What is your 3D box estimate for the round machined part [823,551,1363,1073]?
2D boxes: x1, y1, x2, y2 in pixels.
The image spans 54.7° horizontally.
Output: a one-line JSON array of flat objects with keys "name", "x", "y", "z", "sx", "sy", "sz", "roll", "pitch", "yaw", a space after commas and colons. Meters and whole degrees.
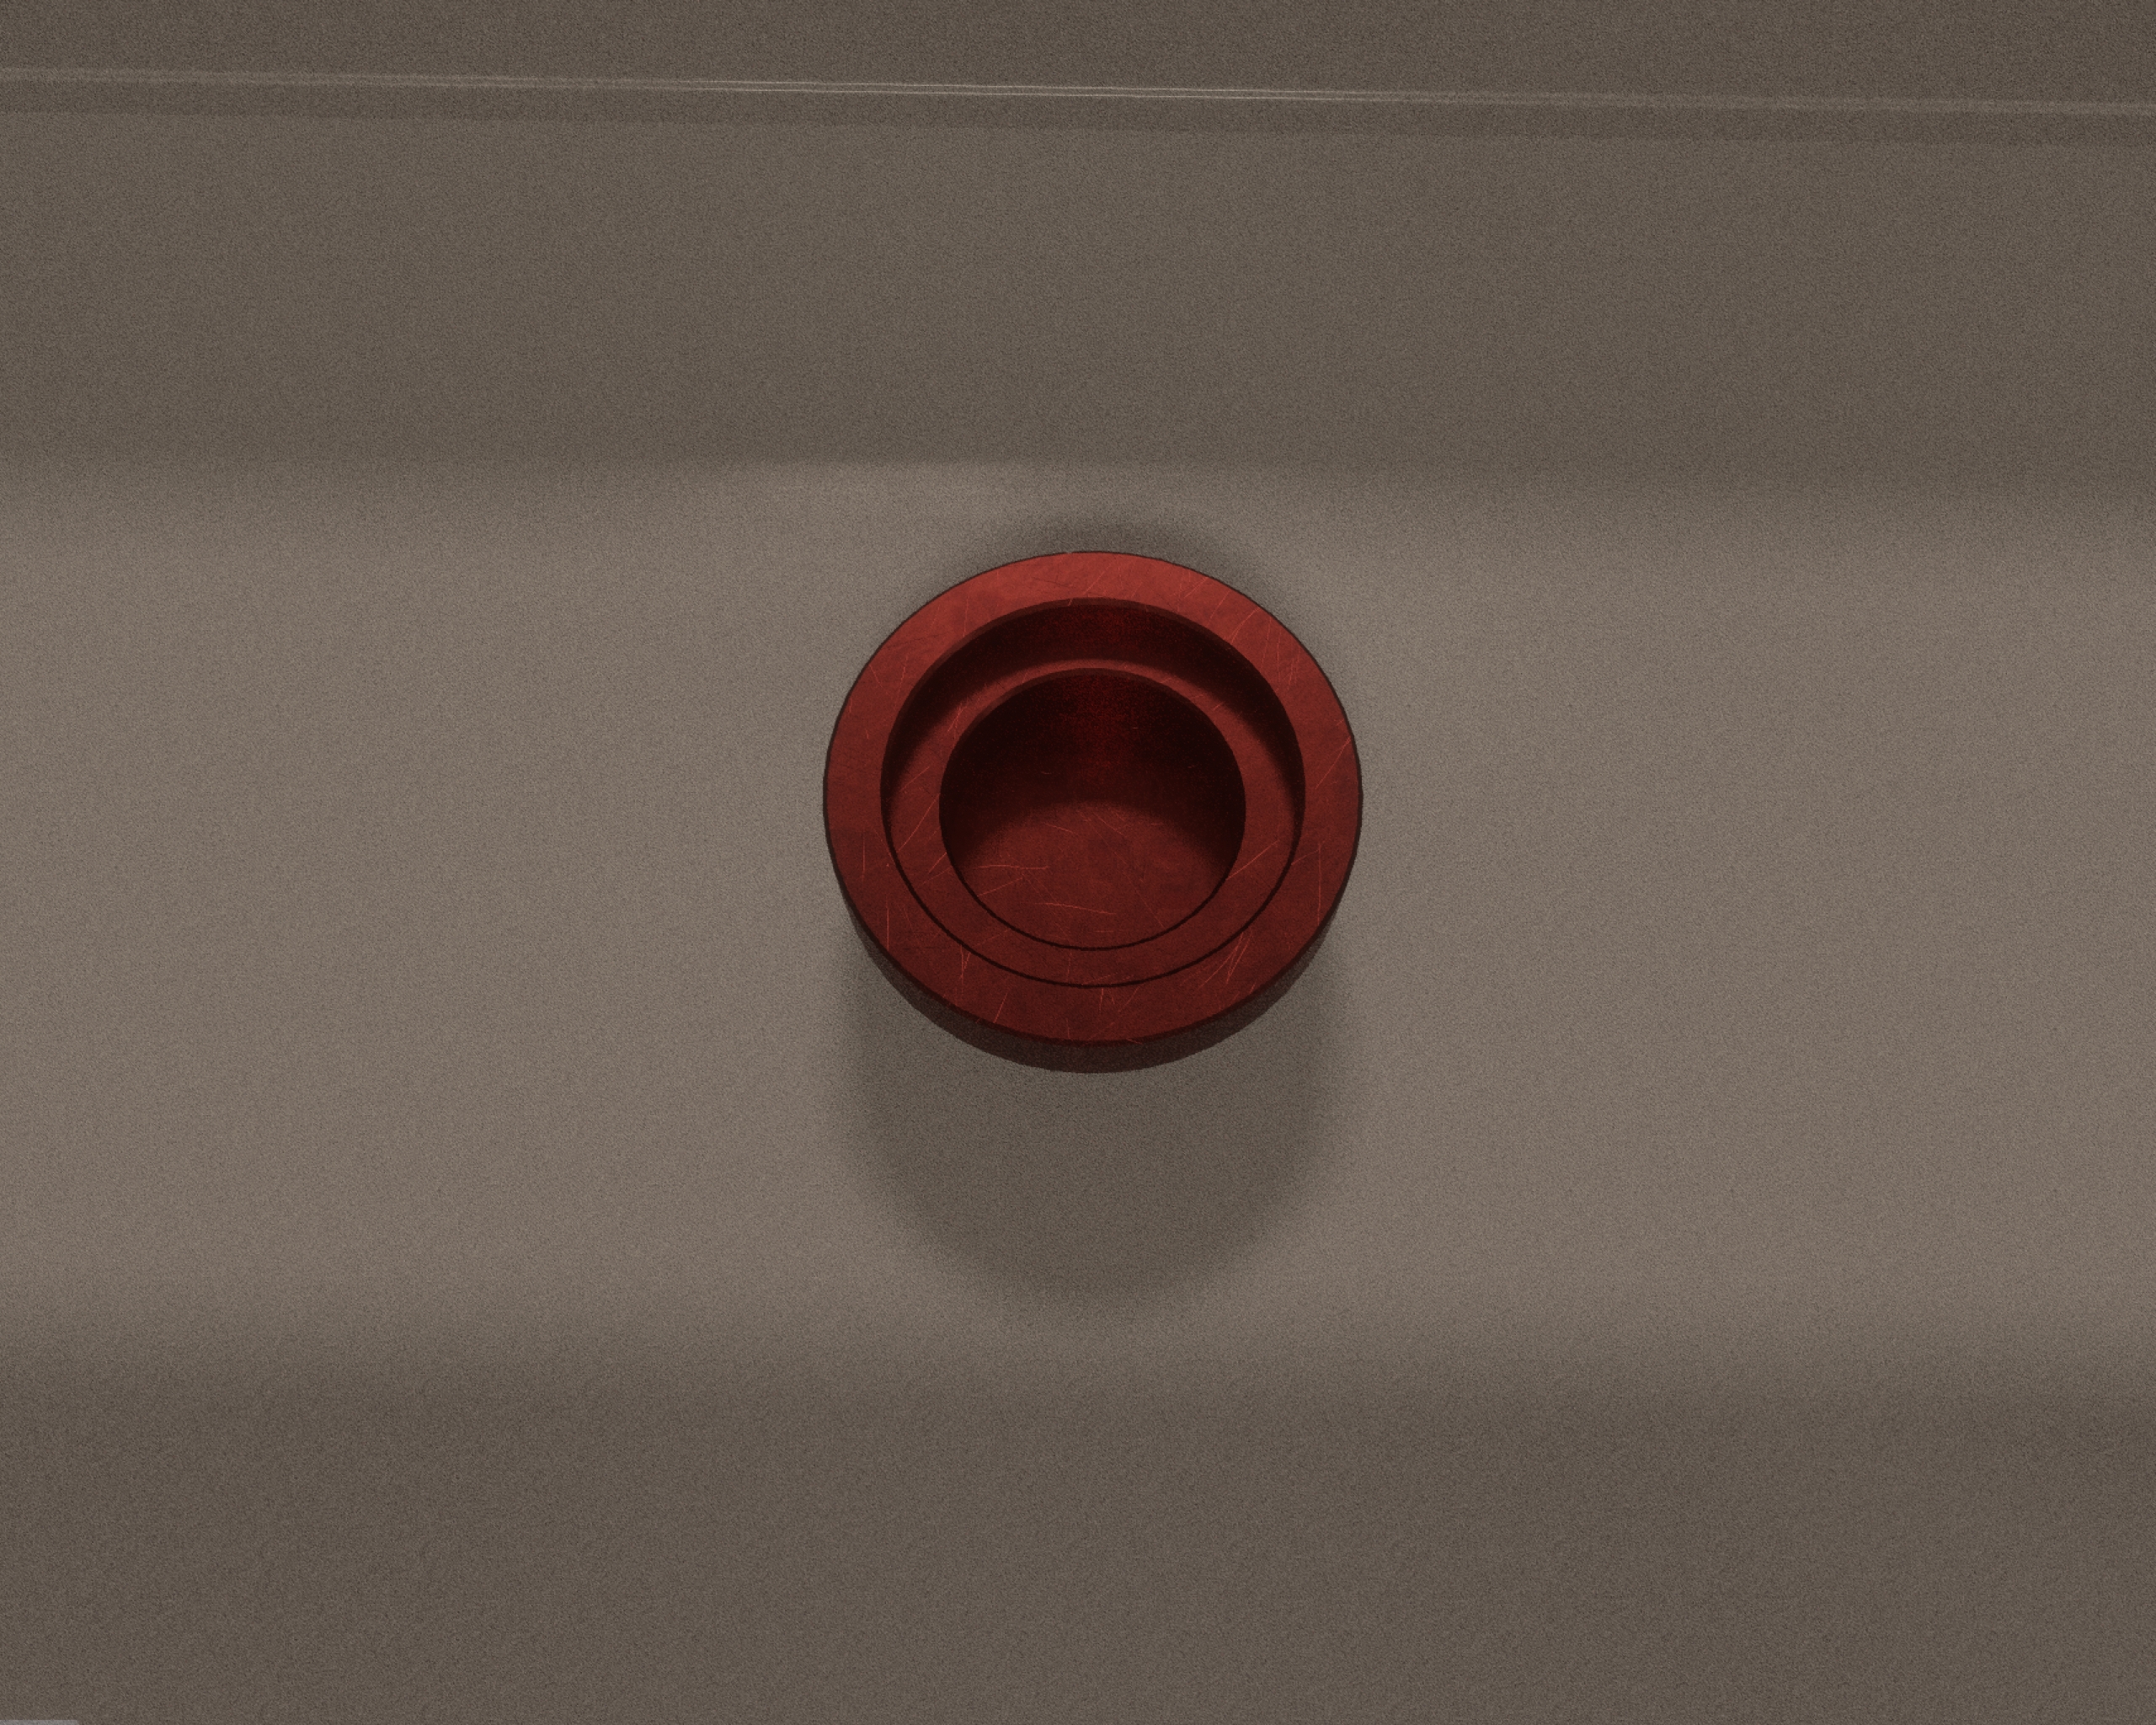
[{"name": "round machined part", "x": 0.003, "y": -0.007, "z": 0.399, "sx": 0.099, "sy": 0.042, "sz": 0.098, "roll": 0, "pitch": 70, "yaw": -1}]
